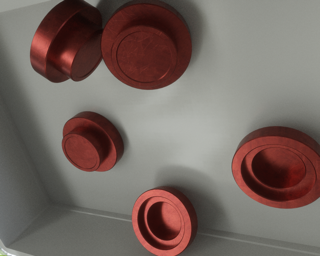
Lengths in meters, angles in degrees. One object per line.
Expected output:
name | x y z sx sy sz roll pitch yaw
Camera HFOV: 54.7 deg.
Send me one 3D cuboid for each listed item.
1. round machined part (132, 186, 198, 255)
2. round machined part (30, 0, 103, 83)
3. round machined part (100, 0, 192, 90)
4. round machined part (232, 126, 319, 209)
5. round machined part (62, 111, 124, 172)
round machined part | 0.011 0.134 0.457 0.098 0.042 0.097 1 92 29
round machined part | -0.095 -0.092 0.353 0.042 0.098 0.097 34 129 6
round machined part | -0.015 -0.083 0.332 0.099 0.042 0.097 2 126 2
round machined part | 0.135 0.040 0.351 0.098 0.042 0.097 13 124 20
round machined part | -0.108 0.027 0.469 0.098 0.042 0.097 13 124 20
